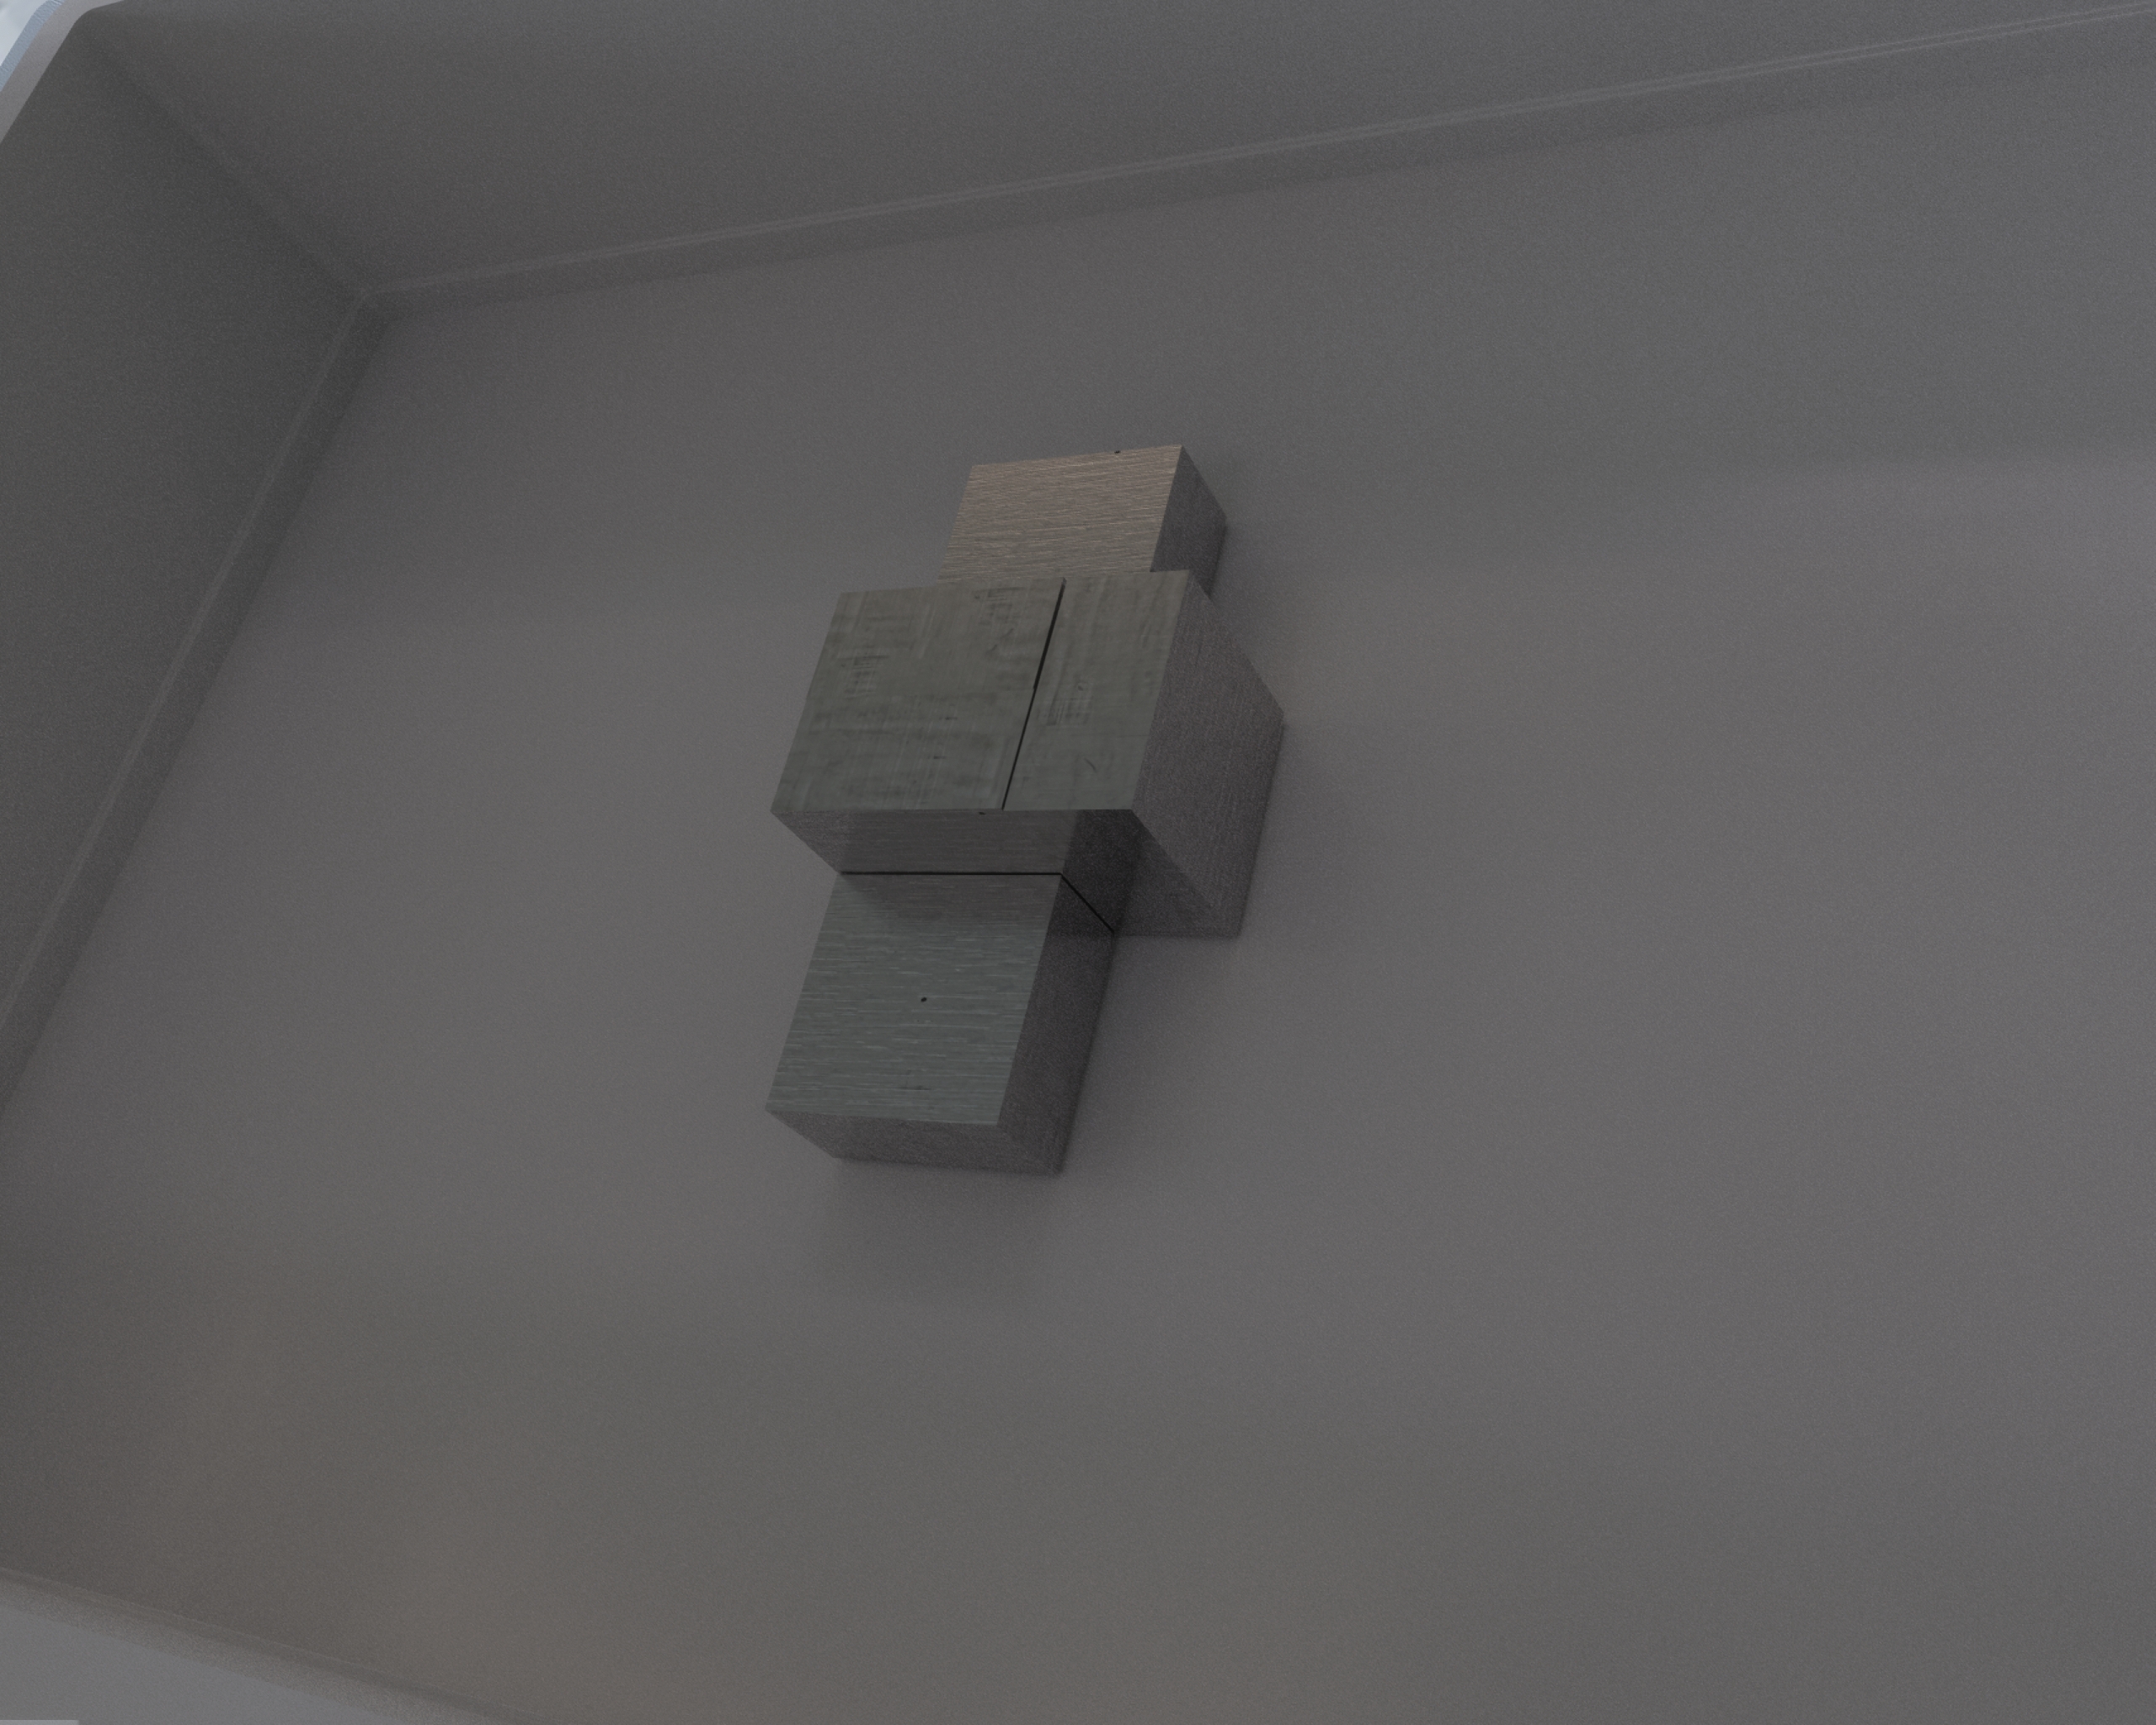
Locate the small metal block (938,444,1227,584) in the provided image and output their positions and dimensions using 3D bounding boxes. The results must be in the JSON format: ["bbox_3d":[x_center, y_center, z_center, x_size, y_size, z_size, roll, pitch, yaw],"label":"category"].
[{"bbox_3d":[-0.001,-0.058,0.440,0.050,0.025,0.050,0,62,28],"label":"small metal block"}]

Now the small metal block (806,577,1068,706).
[{"bbox_3d":[-0.017,-0.031,0.415,0.050,0.050,0.025,0,62,28],"label":"small metal block"}]

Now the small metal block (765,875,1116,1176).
[{"bbox_3d":[-0.026,0.030,0.398,0.050,0.025,0.050,0,62,28],"label":"small metal block"}]

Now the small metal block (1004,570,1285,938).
[{"bbox_3d":[0.014,-0.019,0.392,0.025,0.050,0.050,0,62,28],"label":"small metal block"}]

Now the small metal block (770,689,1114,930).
[{"bbox_3d":[-0.022,-0.009,0.405,0.050,0.050,0.025,0,62,28],"label":"small metal block"}]
